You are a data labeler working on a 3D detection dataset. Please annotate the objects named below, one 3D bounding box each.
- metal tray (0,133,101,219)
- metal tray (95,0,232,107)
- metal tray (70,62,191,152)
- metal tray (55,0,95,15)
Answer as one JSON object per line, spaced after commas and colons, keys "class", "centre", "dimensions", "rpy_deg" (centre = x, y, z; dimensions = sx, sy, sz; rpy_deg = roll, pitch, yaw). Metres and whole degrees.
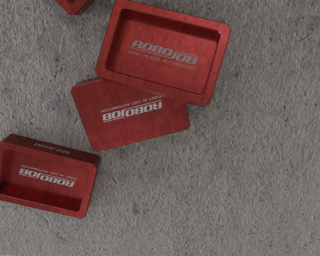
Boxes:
{"class": "metal tray", "centre": [-0.157, 0.068, 0.430], "dimensions": [0.131, 0.030, 0.089], "rpy_deg": [15, 109, -6]}
{"class": "metal tray", "centre": [0.003, -0.083, 0.347], "dimensions": [0.131, 0.030, 0.090], "rpy_deg": [16, 89, 6]}
{"class": "metal tray", "centre": [-0.035, -0.029, 0.396], "dimensions": [0.131, 0.030, 0.089], "rpy_deg": [-14, 110, 5]}
{"class": "metal tray", "centre": [-0.081, -0.199, 0.332], "dimensions": [0.130, 0.030, 0.090], "rpy_deg": [-41, 105, 13]}
